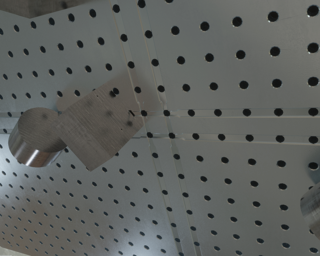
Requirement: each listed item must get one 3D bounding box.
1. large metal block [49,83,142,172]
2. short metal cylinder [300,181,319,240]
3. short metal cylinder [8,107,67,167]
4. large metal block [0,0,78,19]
[{"bbox_3d":[-0.084,-0.002,0.418,0.050,0.080,0.080,-33,100,38],"label":"large metal block"},{"bbox_3d":[0.199,0.087,0.325,0.080,0.080,0.050,33,129,6],"label":"short metal cylinder"},{"bbox_3d":[-0.187,0.015,0.483,0.080,0.080,0.050,45,129,-4],"label":"short metal cylinder"},{"bbox_3d":[-0.153,-0.167,0.353,0.080,0.080,0.050,20,126,16],"label":"large metal block"}]
